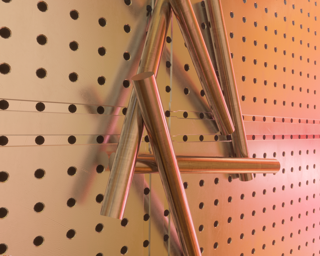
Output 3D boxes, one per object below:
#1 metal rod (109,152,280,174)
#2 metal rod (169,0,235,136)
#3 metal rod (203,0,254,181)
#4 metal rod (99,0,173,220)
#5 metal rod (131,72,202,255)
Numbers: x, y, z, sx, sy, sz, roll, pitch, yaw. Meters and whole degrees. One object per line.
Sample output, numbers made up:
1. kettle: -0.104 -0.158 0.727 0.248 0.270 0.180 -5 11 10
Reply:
1. metal rod: 0.070 0.053 0.447 0.302 0.025 0.025 6 87 -34
2. metal rod: 0.050 -0.111 0.424 0.025 0.025 0.299 -46 125 -30
3. metal rod: 0.114 -0.056 0.502 0.025 0.025 0.298 -23 104 -38
4. metal rod: -0.020 -0.045 0.370 0.025 0.025 0.299 27 67 -37
5. metal rod: 0.017 0.075 0.388 0.025 0.025 0.299 -35 122 -34
